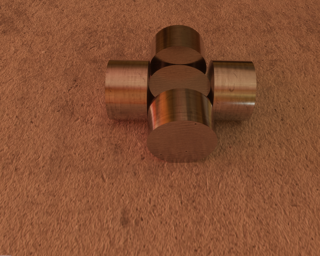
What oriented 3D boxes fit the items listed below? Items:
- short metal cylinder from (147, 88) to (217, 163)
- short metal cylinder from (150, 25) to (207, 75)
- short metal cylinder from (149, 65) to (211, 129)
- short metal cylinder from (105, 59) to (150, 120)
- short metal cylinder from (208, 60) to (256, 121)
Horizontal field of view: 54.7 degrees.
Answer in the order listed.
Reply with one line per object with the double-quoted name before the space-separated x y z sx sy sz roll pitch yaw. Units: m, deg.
"short metal cylinder" 0.025 -0.001 0.370 0.081 0.080 0.050 0 50 0
"short metal cylinder" 0.026 -0.102 0.454 0.081 0.080 0.050 1 51 0
"short metal cylinder" 0.026 -0.041 0.424 0.081 0.050 0.080 0 50 0
"short metal cylinder" -0.040 -0.050 0.411 0.050 0.080 0.080 1 50 1
"short metal cylinder" 0.091 -0.050 0.412 0.050 0.080 0.080 1 50 1
